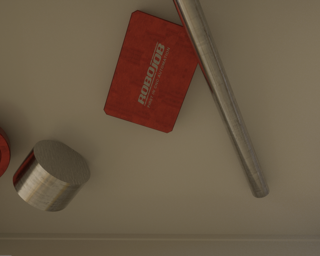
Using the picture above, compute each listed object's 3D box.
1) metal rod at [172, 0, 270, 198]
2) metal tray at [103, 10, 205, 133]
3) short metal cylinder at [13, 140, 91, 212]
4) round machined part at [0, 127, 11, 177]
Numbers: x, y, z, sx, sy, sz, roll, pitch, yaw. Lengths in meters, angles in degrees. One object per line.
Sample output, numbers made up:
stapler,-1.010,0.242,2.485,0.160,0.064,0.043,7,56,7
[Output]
metal rod,0.083,-0.026,0.381,0.025,0.025,0.299,-24,117,8
metal tray,-0.008,-0.067,0.384,0.091,0.030,0.129,18,109,-7
short metal cylinder,-0.139,0.061,0.402,0.080,0.080,0.050,36,106,-13
round machined part,-0.246,0.027,0.397,0.099,0.042,0.097,-10,116,-20
